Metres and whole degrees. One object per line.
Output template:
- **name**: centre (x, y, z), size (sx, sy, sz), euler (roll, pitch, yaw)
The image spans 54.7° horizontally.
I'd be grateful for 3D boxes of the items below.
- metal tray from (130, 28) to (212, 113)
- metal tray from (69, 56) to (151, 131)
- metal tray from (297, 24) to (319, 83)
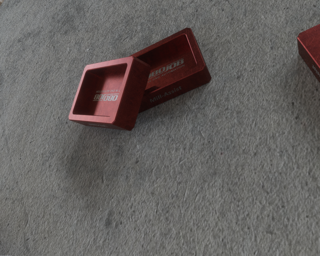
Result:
- **metal tray**: centre (-0.001, -0.082, 0.450), size (0.130, 0.030, 0.090), euler (-23, 53, 14)
- **metal tray**: centre (-0.074, -0.047, 0.431), size (0.130, 0.030, 0.090), euler (5, 76, 49)
- **metal tray**: centre (0.219, -0.070, 0.329), size (0.090, 0.030, 0.130), euler (-24, 53, 13)
